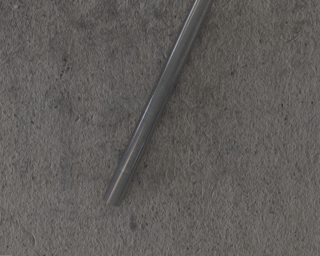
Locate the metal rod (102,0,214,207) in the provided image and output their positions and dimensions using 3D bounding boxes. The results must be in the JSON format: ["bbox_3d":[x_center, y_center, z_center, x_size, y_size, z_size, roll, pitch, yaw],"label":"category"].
[{"bbox_3d":[-0.002,-0.038,0.409,0.025,0.025,0.299,25,90,0],"label":"metal rod"}]
